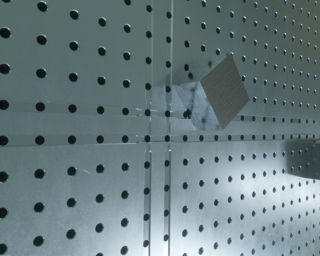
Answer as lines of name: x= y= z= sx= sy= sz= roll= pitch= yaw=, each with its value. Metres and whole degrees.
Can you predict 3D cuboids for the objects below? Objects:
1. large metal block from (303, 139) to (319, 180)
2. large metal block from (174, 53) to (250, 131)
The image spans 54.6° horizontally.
large metal block: x=0.368 y=0.069 z=0.699 sx=0.081 sy=0.050 sz=0.080 roll=-7 pitch=95 yaw=-40
large metal block: x=0.079 y=-0.052 z=0.457 sx=0.080 sy=0.050 sz=0.080 roll=-43 pitch=116 yaw=-31
